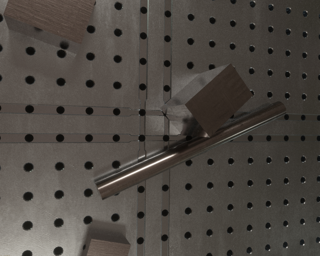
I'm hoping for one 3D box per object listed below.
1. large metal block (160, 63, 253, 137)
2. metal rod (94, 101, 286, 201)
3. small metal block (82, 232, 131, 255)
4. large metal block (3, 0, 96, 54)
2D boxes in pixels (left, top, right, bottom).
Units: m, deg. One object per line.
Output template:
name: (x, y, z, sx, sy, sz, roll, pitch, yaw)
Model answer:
large metal block: (0.058, -0.034, 0.406, 0.080, 0.080, 0.050, -42, 104, -15)
metal rod: (0.055, 0.024, 0.434, 0.302, 0.025, 0.025, -22, 98, -19)
small metal block: (-0.070, 0.163, 0.388, 0.050, 0.025, 0.050, 17, 84, -20)
large metal block: (-0.121, -0.142, 0.355, 0.081, 0.050, 0.080, 18, 84, -20)
